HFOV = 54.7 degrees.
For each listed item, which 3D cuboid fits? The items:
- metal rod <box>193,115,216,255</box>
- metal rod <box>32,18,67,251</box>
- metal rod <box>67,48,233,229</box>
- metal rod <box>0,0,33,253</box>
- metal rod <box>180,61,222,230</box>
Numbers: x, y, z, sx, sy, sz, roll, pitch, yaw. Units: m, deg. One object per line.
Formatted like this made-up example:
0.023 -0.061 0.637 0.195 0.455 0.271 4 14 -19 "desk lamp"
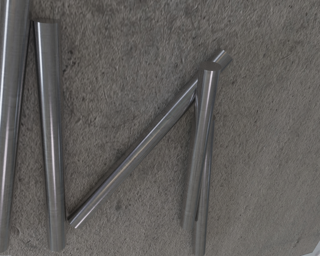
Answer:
0.070 0.110 0.512 0.025 0.025 0.298 -15 125 -20 "metal rod"
-0.123 0.030 0.357 0.025 0.025 0.298 -7 121 -25 "metal rod"
-0.016 0.017 0.408 0.300 0.025 0.025 -48 129 5 "metal rod"
-0.163 0.017 0.327 0.025 0.025 0.298 2 117 -30 "metal rod"
0.052 0.047 0.444 0.025 0.025 0.298 -14 130 -21 "metal rod"
